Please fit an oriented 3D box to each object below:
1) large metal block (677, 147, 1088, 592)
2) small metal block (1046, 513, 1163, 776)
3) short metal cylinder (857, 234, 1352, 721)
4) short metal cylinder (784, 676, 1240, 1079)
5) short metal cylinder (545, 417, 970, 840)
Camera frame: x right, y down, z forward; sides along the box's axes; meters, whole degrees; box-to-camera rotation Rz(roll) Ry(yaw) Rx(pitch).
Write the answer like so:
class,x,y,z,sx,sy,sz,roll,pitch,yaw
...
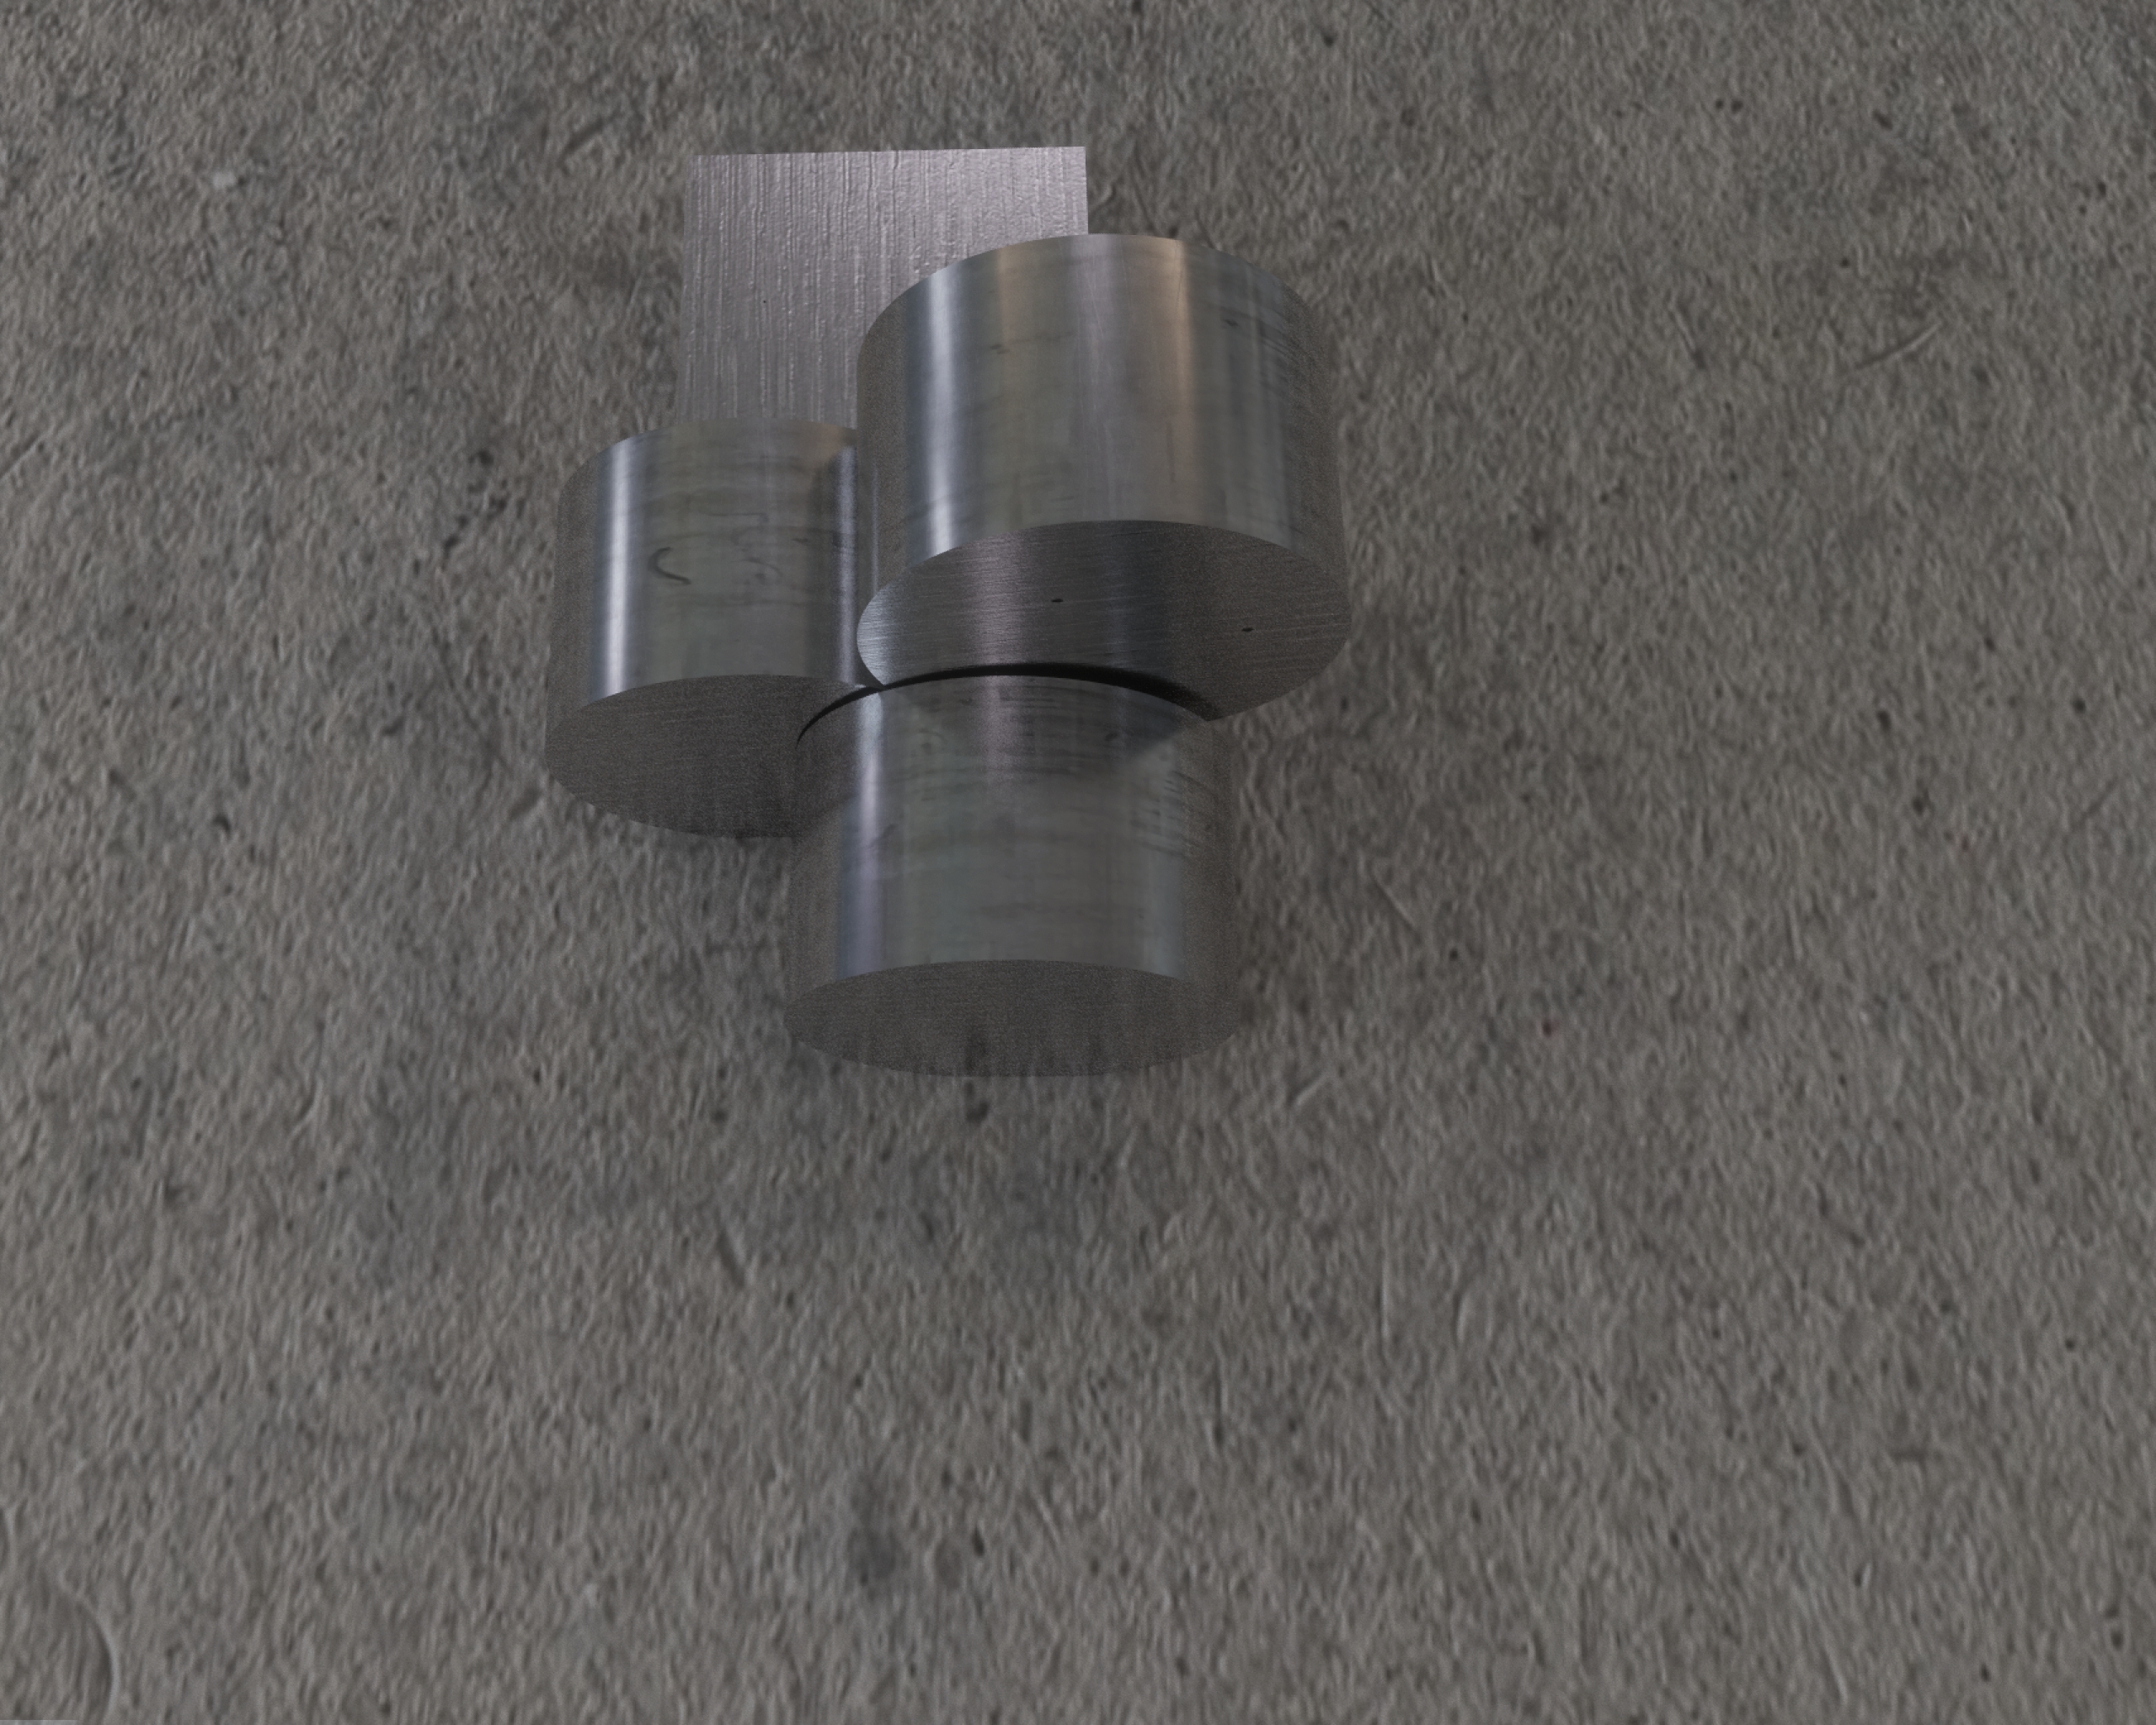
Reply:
class,x,y,z,sx,sy,sz,roll,pitch,yaw
large metal block,-0.038,-0.098,0.433,0.081,0.050,0.080,-2,70,-1
small metal block,0.007,-0.036,0.412,0.025,0.050,0.050,1,70,0
short metal cylinder,0.003,-0.060,0.350,0.081,0.080,0.050,-2,70,-1
short metal cylinder,-0.012,0.005,0.379,0.081,0.080,0.050,0,70,0
short metal cylinder,-0.058,-0.041,0.396,0.081,0.080,0.050,-2,70,-1
